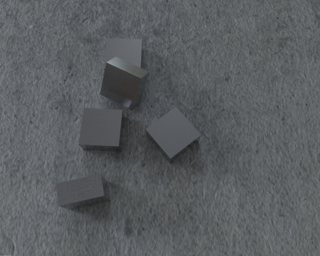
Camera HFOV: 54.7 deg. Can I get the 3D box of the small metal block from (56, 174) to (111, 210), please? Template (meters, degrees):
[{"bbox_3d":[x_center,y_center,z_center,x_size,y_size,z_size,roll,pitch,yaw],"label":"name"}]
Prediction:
[{"bbox_3d":[-0.089,0.077,0.366,0.050,0.050,0.025,-12,71,-5],"label":"small metal block"}]

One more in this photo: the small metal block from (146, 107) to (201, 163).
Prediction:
[{"bbox_3d":[0.017,0.009,0.405,0.050,0.025,0.050,-37,74,-13],"label":"small metal block"}]

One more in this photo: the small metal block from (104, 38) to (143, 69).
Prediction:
[{"bbox_3d":[-0.051,-0.100,0.444,0.050,0.025,0.050,1,70,0],"label":"small metal block"}]

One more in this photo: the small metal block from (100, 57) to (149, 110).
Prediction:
[{"bbox_3d":[-0.048,-0.060,0.413,0.050,0.050,0.025,26,36,8],"label":"small metal block"}]

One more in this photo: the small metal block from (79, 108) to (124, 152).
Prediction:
[{"bbox_3d":[-0.075,0.003,0.406,0.050,0.025,0.050,3,70,0],"label":"small metal block"}]
